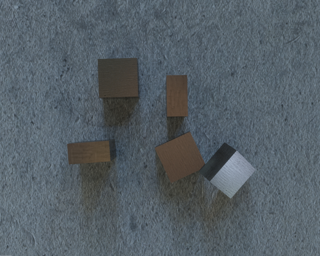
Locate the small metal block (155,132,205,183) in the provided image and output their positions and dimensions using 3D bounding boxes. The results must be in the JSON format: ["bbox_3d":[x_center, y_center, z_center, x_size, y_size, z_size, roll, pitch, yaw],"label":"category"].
[{"bbox_3d":[0.027,0.038,0.410,0.050,0.025,0.050,-25,90,0],"label":"small metal block"}]

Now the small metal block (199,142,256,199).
[{"bbox_3d":[0.087,0.055,0.399,0.050,0.025,0.050,-49,124,0],"label":"small metal block"}]

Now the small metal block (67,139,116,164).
[{"bbox_3d":[-0.085,0.029,0.397,0.050,0.050,0.025,-4,90,0],"label":"small metal block"}]

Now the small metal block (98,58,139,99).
[{"bbox_3d":[-0.054,-0.065,0.409,0.050,0.025,0.050,-2,90,0],"label":"small metal block"}]

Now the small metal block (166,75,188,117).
[{"bbox_3d":[0.021,-0.039,0.397,0.025,0.050,0.050,-1,90,0],"label":"small metal block"}]
